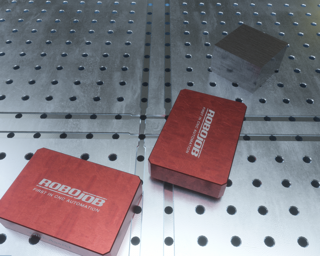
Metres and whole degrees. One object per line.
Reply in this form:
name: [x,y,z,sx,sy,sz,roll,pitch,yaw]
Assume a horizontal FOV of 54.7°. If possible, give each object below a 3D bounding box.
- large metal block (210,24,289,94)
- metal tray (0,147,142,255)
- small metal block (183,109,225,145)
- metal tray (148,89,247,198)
large metal block: [0.138,-0.111,0.486,0.080,0.050,0.080,35,58,25]
metal tray: [-0.095,0.079,0.336,0.131,0.030,0.090,15,51,12]
small metal block: [0.056,0.003,0.406,0.050,0.025,0.050,17,52,13]
metal tray: [0.050,0.013,0.385,0.090,0.030,0.130,16,52,12]
